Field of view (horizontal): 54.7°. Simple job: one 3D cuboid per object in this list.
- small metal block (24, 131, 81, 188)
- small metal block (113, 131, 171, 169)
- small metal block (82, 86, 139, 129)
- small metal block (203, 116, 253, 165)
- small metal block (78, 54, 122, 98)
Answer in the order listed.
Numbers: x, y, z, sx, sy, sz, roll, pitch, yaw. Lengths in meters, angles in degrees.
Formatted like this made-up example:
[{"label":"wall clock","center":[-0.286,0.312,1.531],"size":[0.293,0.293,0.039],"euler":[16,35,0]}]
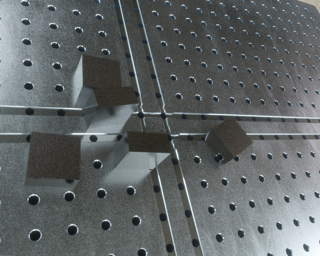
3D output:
[{"label":"small metal block","center":[-0.113,0.034,0.327],"size":[0.050,0.025,0.050],"euler":[8,58,-25]},{"label":"small metal block","center":[-0.023,0.028,0.364],"size":[0.050,0.050,0.025],"euler":[5,60,-26]},{"label":"small metal block","center":[-0.061,-0.025,0.376],"size":[0.050,0.050,0.025],"euler":[-9,67,-33]},{"label":"small metal block","center":[0.100,0.017,0.454],"size":[0.050,0.025,0.050],"euler":[-30,78,-38]},{"label":"small metal block","center":[-0.079,-0.065,0.406],"size":[0.050,0.025,0.050],"euler":[6,59,-26]}]
